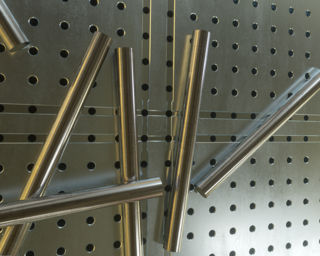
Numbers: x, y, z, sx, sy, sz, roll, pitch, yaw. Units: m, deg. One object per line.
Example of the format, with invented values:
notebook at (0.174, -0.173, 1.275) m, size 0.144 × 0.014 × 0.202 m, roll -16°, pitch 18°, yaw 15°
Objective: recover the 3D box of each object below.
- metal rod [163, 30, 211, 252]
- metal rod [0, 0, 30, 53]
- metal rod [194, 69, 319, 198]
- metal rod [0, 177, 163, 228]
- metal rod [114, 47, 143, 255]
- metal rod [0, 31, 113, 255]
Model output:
metal rod at (0.037, 0.015, 0.426) m, size 0.025 × 0.025 × 0.299 m, roll 9°, pitch 87°, yaw -20°
metal rod at (-0.233, -0.220, 0.326) m, size 0.025 × 0.025 × 0.299 m, roll -33°, pitch 101°, yaw -17°
metal rod at (0.168, -0.003, 0.474) m, size 0.301 × 0.025 × 0.025 m, roll -39°, pitch 103°, yaw -16°
metal rod at (-0.142, 0.089, 0.332) m, size 0.302 × 0.025 × 0.025 m, roll -7°, pitch 92°, yaw -20°
metal rod at (-0.039, 0.049, 0.398) m, size 0.025 × 0.025 × 0.298 m, roll -3°, pitch 91°, yaw -20°
metal rod at (-0.126, 0.024, 0.366) m, size 0.025 × 0.025 × 0.299 m, roll 25°, pitch 82°, yaw -18°
